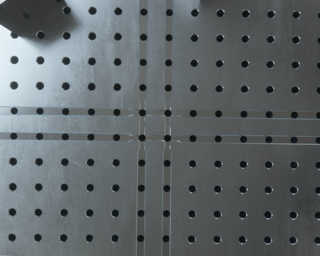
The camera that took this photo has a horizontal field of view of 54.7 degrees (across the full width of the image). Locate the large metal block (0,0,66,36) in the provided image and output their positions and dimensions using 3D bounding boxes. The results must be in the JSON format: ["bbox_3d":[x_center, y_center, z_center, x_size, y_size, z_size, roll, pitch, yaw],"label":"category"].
[{"bbox_3d":[-0.176,-0.169,0.383,0.080,0.080,0.050,-36,90,0],"label":"large metal block"}]
